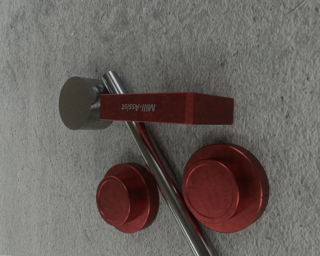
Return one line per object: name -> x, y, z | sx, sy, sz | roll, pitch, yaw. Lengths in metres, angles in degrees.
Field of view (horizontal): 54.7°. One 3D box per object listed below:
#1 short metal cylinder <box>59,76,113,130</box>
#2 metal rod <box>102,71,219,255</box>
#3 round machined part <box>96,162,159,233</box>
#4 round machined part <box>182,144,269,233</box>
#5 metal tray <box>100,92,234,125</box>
short metal cylinder -> -0.111, -0.037, 0.478 | 0.080, 0.050, 0.079 | 0, 90, 39
metal rod -> -0.007, 0.043, 0.408 | 0.025, 0.025, 0.299 | -44, 64, 31
round machined part -> -0.052, 0.099, 0.435 | 0.098, 0.042, 0.097 | 0, 90, 39
round machined part -> 0.064, 0.066, 0.340 | 0.098, 0.042, 0.097 | 0, 90, 39
metal tray -> 0.006, -0.021, 0.355 | 0.130, 0.091, 0.030 | 4, 93, 39
